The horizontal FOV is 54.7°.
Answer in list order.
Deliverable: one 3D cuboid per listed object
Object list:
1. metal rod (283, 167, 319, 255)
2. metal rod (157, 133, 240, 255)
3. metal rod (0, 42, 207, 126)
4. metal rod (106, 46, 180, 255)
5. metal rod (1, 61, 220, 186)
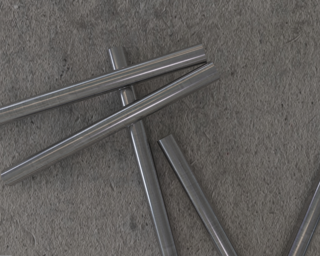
[{"bbox_3d":[0.212,0.089,0.411,0.025,0.025,0.299,23,90,0],"label":"metal rod"},{"bbox_3d":[0.078,0.143,0.410,0.025,0.025,0.299,-29,90,0],"label":"metal rod"},{"bbox_3d":[-0.091,-0.049,0.389,0.301,0.025,0.025,-16,90,8],"label":"metal rod"},{"bbox_3d":[-0.020,0.041,0.409,0.025,0.025,0.298,-15,90,0],"label":"metal rod"},{"bbox_3d":[-0.067,-0.002,0.388,0.301,0.025,0.025,-27,90,8],"label":"metal rod"}]
